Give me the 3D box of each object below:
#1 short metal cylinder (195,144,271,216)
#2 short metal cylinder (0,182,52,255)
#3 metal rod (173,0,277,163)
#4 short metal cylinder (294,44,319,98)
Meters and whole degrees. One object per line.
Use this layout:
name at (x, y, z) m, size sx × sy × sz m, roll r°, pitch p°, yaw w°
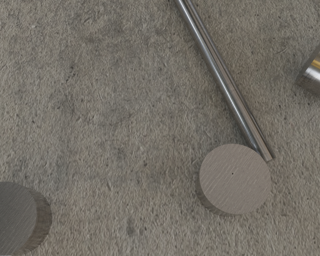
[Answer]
short metal cylinder at (0.085, 0.064, 0.372) m, size 0.081 × 0.050 × 0.080 m, roll 0°, pitch 70°, yaw 0°
short metal cylinder at (-0.173, 0.105, 0.355) m, size 0.081 × 0.050 × 0.080 m, roll 0°, pitch 70°, yaw 0°
metal rod at (0.081, -0.088, 0.440) m, size 0.025 × 0.025 × 0.299 m, roll -20°, pitch 71°, yaw -7°
short metal cylinder at (0.224, -0.081, 0.410) m, size 0.050 × 0.080 × 0.080 m, roll 33°, pitch 73°, yaw 11°
